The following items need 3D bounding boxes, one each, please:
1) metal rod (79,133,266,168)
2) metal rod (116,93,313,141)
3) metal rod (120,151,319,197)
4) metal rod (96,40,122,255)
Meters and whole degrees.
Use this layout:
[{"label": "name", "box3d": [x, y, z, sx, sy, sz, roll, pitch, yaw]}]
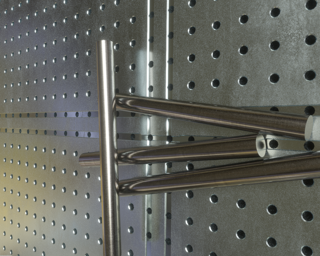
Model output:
[{"label": "metal rod", "box3d": [-0.009, 0.036, 0.417, 0.300, 0.025, 0.025, -9, 84, 39]}, {"label": "metal rod", "box3d": [0.027, -0.022, 0.388, 0.300, 0.025, 0.025, 11, 97, 39]}, {"label": "metal rod", "box3d": [0.057, 0.058, 0.362, 0.299, 0.025, 0.025, -15, 80, 39]}, {"label": "metal rod", "box3d": [-0.072, 0.028, 0.436, 0.025, 0.025, 0.298, -4, 88, 40]}]
